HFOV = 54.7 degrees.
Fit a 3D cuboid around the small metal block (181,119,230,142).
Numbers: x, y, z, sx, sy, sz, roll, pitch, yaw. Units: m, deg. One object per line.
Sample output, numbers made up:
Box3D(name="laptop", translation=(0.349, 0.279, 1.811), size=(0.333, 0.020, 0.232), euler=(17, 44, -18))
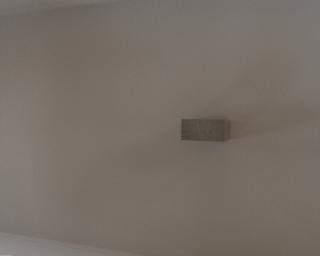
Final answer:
Box3D(name="small metal block", translation=(0.057, 0.002, 0.377), size=(0.050, 0.050, 0.025), euler=(1, 91, 19))
